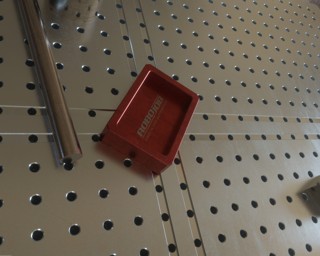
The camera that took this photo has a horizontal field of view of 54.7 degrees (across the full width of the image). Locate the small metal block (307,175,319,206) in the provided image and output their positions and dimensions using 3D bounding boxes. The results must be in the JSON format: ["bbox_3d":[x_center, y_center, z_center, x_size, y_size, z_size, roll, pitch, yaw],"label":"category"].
[{"bbox_3d":[0.270,0.102,0.491,0.050,0.025,0.050,-26,76,-37],"label":"small metal block"}]

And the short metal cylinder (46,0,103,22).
[{"bbox_3d":[-0.121,-0.202,0.450,0.081,0.050,0.080,14,56,-21],"label":"short metal cylinder"}]

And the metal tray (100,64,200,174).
[{"bbox_3d":[-0.008,-0.016,0.410,0.090,0.030,0.130,32,51,-8],"label":"metal tray"}]

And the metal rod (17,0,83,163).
[{"bbox_3d":[-0.148,-0.097,0.387,0.025,0.025,0.299,-9,66,-32],"label":"metal rod"}]
